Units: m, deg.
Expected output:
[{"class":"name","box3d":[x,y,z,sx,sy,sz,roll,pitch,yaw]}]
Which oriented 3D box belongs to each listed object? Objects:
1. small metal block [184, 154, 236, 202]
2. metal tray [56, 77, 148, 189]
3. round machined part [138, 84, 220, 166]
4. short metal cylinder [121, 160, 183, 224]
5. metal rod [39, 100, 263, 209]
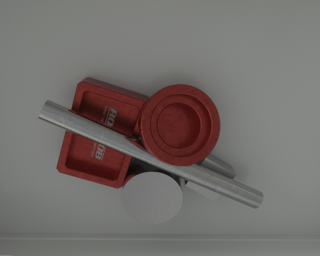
[{"class":"small metal block","box3d":[0.069,0.067,0.435,0.050,0.025,0.050,30,107,-11]},{"class":"metal tray","box3d":[-0.075,0.009,0.408,0.091,0.030,0.129,17,109,-7]},{"class":"round machined part","box3d":[0.021,-0.003,0.387,0.099,0.042,0.097,0,88,-14]},{"class":"short metal cylinder","box3d":[-0.011,0.084,0.426,0.081,0.050,0.079,0,110,-1]},{"class":"metal rod","box3d":[-0.002,0.038,0.393,0.302,0.025,0.025,24,108,-12]}]
